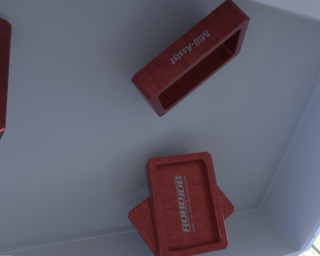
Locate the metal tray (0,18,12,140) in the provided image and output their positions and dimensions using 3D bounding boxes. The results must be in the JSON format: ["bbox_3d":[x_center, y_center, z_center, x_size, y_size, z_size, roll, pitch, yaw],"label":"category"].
[{"bbox_3d":[-0.161,-0.045,0.223,0.091,0.130,0.030,13,134,-36],"label":"metal tray"}]

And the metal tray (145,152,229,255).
[{"bbox_3d":[0.034,0.103,0.423,0.091,0.129,0.030,-6,165,-11],"label":"metal tray"}]

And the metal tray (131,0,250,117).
[{"bbox_3d":[0.035,-0.072,0.349,0.130,0.030,0.090,-39,168,-1],"label":"metal tray"}]

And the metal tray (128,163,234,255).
[{"bbox_3d":[0.030,0.123,0.451,0.131,0.090,0.030,-34,169,-16],"label":"metal tray"}]
